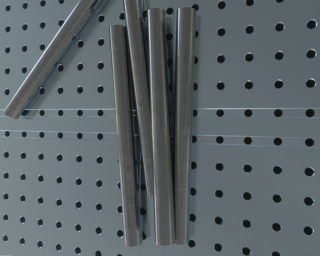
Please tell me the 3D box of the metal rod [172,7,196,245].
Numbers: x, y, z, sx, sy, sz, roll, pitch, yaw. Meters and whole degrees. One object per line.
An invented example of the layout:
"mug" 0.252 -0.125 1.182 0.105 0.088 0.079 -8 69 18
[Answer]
"metal rod" 0.030 -0.002 0.401 0.025 0.025 0.298 2 91 19

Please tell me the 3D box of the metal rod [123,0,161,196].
"metal rod" -0.024 -0.060 0.420 0.025 0.025 0.298 -8 87 19

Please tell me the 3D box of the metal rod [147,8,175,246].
"metal rod" 0.001 -0.006 0.398 0.025 0.025 0.298 -4 84 19

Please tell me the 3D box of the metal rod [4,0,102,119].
"metal rod" -0.142 -0.134 0.461 0.025 0.025 0.299 43 103 14

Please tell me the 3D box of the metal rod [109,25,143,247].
"metal rod" -0.047 0.009 0.428 0.025 0.025 0.298 -5 88 19
